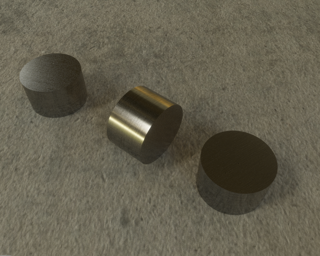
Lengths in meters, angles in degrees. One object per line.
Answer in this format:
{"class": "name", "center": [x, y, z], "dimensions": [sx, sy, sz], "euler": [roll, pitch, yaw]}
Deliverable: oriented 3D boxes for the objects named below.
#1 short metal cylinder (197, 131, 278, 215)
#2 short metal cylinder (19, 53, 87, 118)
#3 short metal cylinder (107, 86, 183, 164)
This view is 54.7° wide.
{"class": "short metal cylinder", "center": [0.083, 0.049, 0.347], "dimensions": [0.081, 0.050, 0.080], "euler": [0, 50, 0]}
{"class": "short metal cylinder", "center": [-0.147, -0.060, 0.436], "dimensions": [0.081, 0.050, 0.080], "euler": [0, 50, 0]}
{"class": "short metal cylinder", "center": [-0.017, -0.004, 0.370], "dimensions": [0.050, 0.080, 0.080], "euler": [31, 57, 23]}
